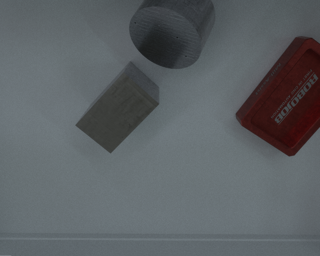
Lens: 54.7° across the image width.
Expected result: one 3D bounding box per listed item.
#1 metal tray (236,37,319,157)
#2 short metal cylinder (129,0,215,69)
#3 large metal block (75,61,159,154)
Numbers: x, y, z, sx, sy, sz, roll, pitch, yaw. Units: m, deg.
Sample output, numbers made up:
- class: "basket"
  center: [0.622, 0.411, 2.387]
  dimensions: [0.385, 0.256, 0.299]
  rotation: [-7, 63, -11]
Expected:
- class: "metal tray"
  center: [0.173, -0.038, 0.397]
  dimensions: [0.090, 0.030, 0.129]
  rotation: [32, 107, -12]
- class: "short metal cylinder"
  center: [0.014, -0.111, 0.336]
  dimensions: [0.080, 0.050, 0.080]
  rotation: [18, 150, 11]
- class: "large metal block"
  center: [-0.047, -0.028, 0.371]
  dimensions: [0.050, 0.080, 0.080]
  rotation: [42, 105, -14]
